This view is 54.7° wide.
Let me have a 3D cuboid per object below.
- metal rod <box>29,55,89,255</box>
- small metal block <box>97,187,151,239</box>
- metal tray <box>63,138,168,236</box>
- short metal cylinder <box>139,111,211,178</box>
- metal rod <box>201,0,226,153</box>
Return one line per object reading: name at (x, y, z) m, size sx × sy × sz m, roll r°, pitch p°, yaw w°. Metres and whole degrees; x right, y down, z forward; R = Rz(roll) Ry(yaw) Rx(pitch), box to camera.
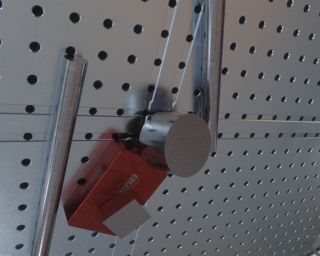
metal rod at (-0.129, 0.059, 0.377) m, size 0.025 × 0.025 × 0.298 m, roll 4°, pitch 117°, yaw -31°
small metal block at (-0.048, 0.115, 0.418) m, size 0.050 × 0.025 × 0.050 m, roll -36°, pitch 129°, yaw -5°
metal tray at (-0.059, 0.086, 0.430) m, size 0.090 × 0.030 × 0.130 m, roll 30°, pitch 102°, yaw -38°
short metal cylinder at (0.020, 0.019, 0.401) m, size 0.081 × 0.050 × 0.079 m, roll -6°, pitch 99°, yaw -39°
metal rod at (0.066, -0.094, 0.390) m, size 0.025 × 0.025 × 0.298 m, roll -17°, pitch 125°, yaw -19°
